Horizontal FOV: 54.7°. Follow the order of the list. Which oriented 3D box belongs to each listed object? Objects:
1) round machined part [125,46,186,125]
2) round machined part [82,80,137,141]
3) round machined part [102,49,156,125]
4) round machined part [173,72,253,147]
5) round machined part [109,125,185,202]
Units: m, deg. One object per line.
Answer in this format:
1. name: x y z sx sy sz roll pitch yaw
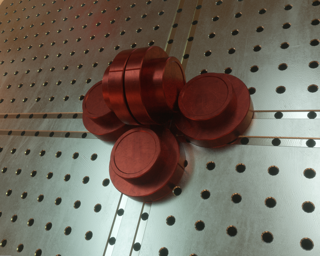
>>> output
1. round machined part: 0.001 -0.053 0.385 0.042 0.098 0.098 -1 62 28
2. round machined part: -0.074 -0.034 0.455 0.098 0.042 0.098 -13 56 20
3. round machined part: -0.038 -0.053 0.404 0.042 0.098 0.098 1 62 29
4. round machined part: 0.061 -0.029 0.381 0.098 0.042 0.098 -13 56 20
5. round machined part: -0.022 0.038 0.384 0.098 0.042 0.098 -13 56 20
